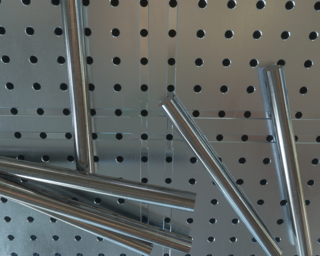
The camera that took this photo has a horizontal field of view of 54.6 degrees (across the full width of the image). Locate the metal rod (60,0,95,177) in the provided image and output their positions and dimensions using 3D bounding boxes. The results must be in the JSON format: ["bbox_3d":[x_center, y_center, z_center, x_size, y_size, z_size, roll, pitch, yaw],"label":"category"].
[{"bbox_3d":[-0.103,-0.070,0.386,0.025,0.025,0.298,0,110,0],"label":"metal rod"}]

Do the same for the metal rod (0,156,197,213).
[{"bbox_3d":[-0.103,0.070,0.409,0.301,0.025,0.025,9,110,7],"label":"metal rod"}]

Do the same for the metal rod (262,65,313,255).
[{"bbox_3d":[0.184,0.059,0.436,0.025,0.025,0.299,-16,110,6],"label":"metal rod"}]

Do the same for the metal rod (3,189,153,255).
[{"bbox_3d":[-0.149,0.122,0.456,0.301,0.025,0.025,26,108,-10],"label":"metal rod"}]

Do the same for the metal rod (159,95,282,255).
[{"bbox_3d":[0.094,0.080,0.443,0.025,0.025,0.300,-33,107,11],"label":"metal rod"}]

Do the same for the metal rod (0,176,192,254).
[{"bbox_3d":[-0.093,0.128,0.447,0.301,0.025,0.025,22,109,-13],"label":"metal rod"}]
